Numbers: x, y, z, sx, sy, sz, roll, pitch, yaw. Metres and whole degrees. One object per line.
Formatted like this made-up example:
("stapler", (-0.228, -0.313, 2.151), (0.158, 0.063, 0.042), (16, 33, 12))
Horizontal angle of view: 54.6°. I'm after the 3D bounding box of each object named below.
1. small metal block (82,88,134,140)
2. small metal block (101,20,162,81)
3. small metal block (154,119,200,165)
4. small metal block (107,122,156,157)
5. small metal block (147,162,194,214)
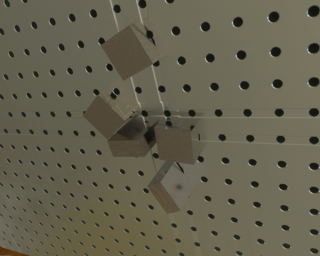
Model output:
("small metal block", (-0.074, -0.019, 0.439), (0.050, 0.025, 0.050), (44, 129, -3))
("small metal block", (-0.034, -0.092, 0.373), (0.050, 0.025, 0.050), (-22, 107, 36))
("small metal block", (0.024, 0.018, 0.410), (0.050, 0.025, 0.050), (6, 121, 25))
("small metal block", (-0.035, 0.015, 0.423), (0.050, 0.050, 0.025), (-3, 117, 29))
("small metal block", (0.016, 0.084, 0.439), (0.025, 0.050, 0.050), (-26, 105, 37))
